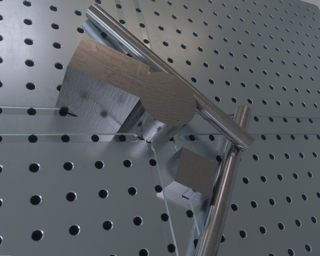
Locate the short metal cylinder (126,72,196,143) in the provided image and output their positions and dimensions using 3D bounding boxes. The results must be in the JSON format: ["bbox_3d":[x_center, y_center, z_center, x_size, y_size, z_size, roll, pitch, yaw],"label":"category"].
[{"bbox_3d":[0.000,-0.027,0.408,0.081,0.050,0.080,13,57,-21],"label":"short metal cylinder"}]

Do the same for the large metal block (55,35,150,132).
[{"bbox_3d":[-0.069,-0.048,0.366,0.080,0.080,0.050,23,53,-14],"label":"large metal block"}]

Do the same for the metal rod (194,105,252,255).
[{"bbox_3d":[0.083,0.079,0.404,0.025,0.025,0.301,32,51,-8],"label":"metal rod"}]

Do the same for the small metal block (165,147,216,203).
[{"bbox_3d":[0.040,0.060,0.393,0.050,0.025,0.050,27,52,-12],"label":"small metal block"}]

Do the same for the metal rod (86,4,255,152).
[{"bbox_3d":[0.011,-0.075,0.442,0.300,0.025,0.025,42,51,7],"label":"metal rod"}]
